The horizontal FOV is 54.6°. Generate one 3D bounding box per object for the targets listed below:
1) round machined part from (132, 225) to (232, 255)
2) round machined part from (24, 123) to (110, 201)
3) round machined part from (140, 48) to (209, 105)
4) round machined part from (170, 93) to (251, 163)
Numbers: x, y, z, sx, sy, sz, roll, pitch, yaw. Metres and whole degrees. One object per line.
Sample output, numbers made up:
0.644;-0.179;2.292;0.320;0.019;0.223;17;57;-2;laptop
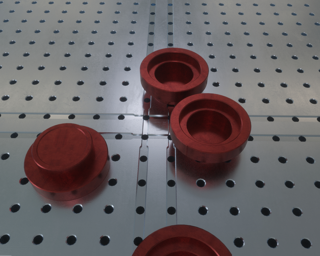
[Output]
0.020;0.142;0.278;0.099;0.042;0.098;0;50;0;round machined part
-0.112;0.032;0.369;0.099;0.042;0.098;0;50;0;round machined part
0.021;-0.072;0.458;0.099;0.042;0.098;0;50;0;round machined part
0.061;0.004;0.393;0.099;0.042;0.098;0;50;0;round machined part
